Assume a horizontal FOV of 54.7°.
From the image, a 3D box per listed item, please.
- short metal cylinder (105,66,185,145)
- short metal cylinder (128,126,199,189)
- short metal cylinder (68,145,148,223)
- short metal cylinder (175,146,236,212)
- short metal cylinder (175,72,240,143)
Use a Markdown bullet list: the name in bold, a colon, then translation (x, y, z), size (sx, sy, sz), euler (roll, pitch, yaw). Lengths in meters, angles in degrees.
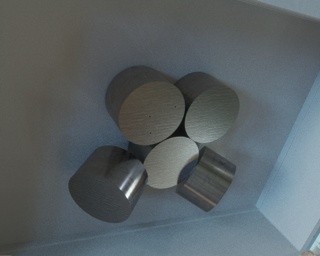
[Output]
- **short metal cylinder**: translation (-0.018, -0.027, 0.364), size (0.081, 0.050, 0.079), euler (-14, 125, -21)
- **short metal cylinder**: translation (0.004, 0.033, 0.413), size (0.081, 0.050, 0.079), euler (-14, 125, -21)
- **short metal cylinder**: translation (-0.061, 0.068, 0.374), size (0.050, 0.080, 0.079), euler (-57, 149, -50)
- **short metal cylinder**: translation (0.065, 0.073, 0.445), size (0.050, 0.080, 0.080), euler (33, 103, 1)
- **short metal cylinder**: translation (0.056, -0.027, 0.406), size (0.081, 0.050, 0.079), euler (-14, 125, -21)
